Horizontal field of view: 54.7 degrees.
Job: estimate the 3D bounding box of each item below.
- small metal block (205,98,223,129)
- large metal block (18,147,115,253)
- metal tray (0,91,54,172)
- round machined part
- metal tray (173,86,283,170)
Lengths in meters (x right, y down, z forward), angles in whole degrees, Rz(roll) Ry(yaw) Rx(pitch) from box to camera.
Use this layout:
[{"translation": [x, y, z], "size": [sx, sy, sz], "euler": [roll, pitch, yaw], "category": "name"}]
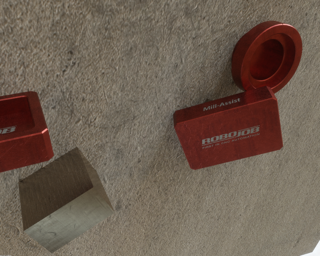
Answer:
[{"translation": [0.079, -0.009, 0.445], "size": [0.050, 0.025, 0.050], "euler": [16, 110, -35], "category": "small metal block"}, {"translation": [-0.110, 0.080, 0.361], "size": [0.080, 0.080, 0.050], "euler": [-32, 129, -8], "category": "large metal block"}, {"translation": [-0.171, 0.008, 0.276], "size": [0.131, 0.090, 0.030], "euler": [-14, 124, -21], "category": "metal tray"}, {"translation": [0.136, -0.093, 0.412], "size": [0.099, 0.042, 0.097], "euler": [-14, 124, -21], "category": "round machined part"}, {"translation": [0.093, 0.003, 0.421], "size": [0.130, 0.030, 0.090], "euler": [-15, 127, 11], "category": "metal tray"}]
